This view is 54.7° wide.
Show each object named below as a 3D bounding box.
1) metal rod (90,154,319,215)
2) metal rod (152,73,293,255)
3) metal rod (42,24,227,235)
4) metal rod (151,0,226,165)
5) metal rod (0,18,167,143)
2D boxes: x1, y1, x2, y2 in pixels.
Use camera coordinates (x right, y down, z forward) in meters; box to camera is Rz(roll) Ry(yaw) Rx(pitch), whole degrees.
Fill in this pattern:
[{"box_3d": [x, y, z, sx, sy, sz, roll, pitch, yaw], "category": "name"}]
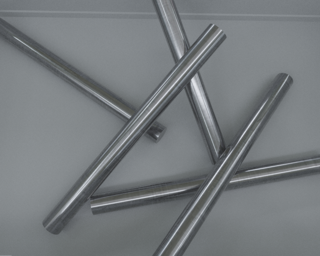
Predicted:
[{"box_3d": [0.067, 0.068, 0.385, 0.302, 0.025, 0.025, -9, 71, -4], "category": "metal rod"}, {"box_3d": [0.088, 0.036, 0.373, 0.025, 0.025, 0.301, 35, 64, 11], "category": "metal rod"}, {"box_3d": [-0.031, 0.003, 0.360, 0.025, 0.025, 0.300, 41, 93, 13], "category": "metal rod"}, {"box_3d": [0.025, -0.096, 0.378, 0.025, 0.025, 0.298, -22, 97, -8], "category": "metal rod"}, {"box_3d": [-0.121, -0.072, 0.434, 0.301, 0.025, 0.025, 34, 73, 11], "category": "metal rod"}]
